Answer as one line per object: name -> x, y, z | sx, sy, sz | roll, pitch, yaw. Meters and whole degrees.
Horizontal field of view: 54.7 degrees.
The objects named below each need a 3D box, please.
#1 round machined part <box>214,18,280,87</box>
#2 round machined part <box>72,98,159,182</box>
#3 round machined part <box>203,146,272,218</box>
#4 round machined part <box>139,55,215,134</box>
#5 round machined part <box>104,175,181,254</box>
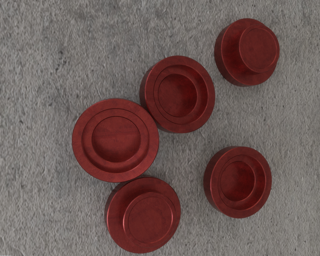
round machined part -> 0.132, -0.111, 0.448 | 0.099, 0.042, 0.097 | 0, 90, -20
round machined part -> -0.052, 0.012, 0.372 | 0.099, 0.042, 0.097 | -1, 99, -6
round machined part -> 0.105, 0.074, 0.439 | 0.099, 0.042, 0.097 | 0, 90, -20
round machined part -> 0.019, -0.041, 0.404 | 0.099, 0.042, 0.097 | 1, 87, -23
round machined part -> -0.018, 0.111, 0.393 | 0.099, 0.042, 0.097 | 0, 90, -20
